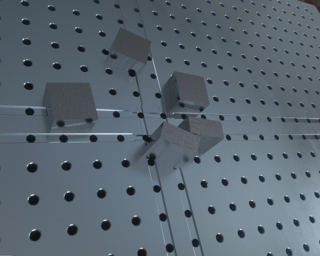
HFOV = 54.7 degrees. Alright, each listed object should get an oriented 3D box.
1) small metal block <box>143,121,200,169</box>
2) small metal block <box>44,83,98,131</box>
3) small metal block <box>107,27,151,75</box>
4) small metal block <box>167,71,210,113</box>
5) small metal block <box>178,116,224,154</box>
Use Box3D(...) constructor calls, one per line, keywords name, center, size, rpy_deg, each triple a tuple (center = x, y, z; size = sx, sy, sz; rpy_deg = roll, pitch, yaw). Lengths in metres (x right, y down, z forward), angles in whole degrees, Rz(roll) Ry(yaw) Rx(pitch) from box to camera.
Box3D(name="small metal block", center=(0.014, 0.023, 0.387), size=(0.050, 0.050, 0.025), rpy_deg=(24, 53, -14))
Box3D(name="small metal block", center=(-0.106, -0.026, 0.368), size=(0.050, 0.025, 0.050), rpy_deg=(-5, 64, -31))
Box3D(name="small metal block", center=(-0.044, -0.113, 0.455), size=(0.050, 0.025, 0.050), rpy_deg=(20, 54, -17))
Box3D(name="small metal block", center=(0.042, -0.054, 0.466), size=(0.050, 0.025, 0.050), rpy_deg=(6, 59, -25))
Box3D(name="small metal block", center=(0.049, 0.011, 0.414), size=(0.050, 0.050, 0.025), rpy_deg=(10, 58, -24))
